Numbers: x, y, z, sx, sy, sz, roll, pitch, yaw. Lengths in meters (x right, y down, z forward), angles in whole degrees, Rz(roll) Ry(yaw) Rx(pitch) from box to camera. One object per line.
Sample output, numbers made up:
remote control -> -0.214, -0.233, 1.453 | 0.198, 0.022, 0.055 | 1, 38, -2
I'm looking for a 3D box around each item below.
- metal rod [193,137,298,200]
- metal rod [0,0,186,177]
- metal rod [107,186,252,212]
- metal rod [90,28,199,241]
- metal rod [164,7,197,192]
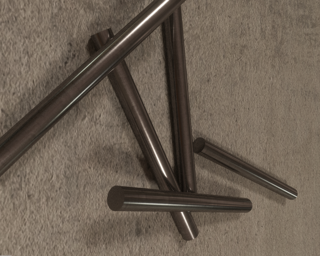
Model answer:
metal rod -> 0.163, 0.080, 0.544 | 0.301, 0.025, 0.025 | 27, 73, -37
metal rod -> -0.071, -0.057, 0.320 | 0.301, 0.025, 0.025 | -49, 120, -20
metal rod -> 0.051, 0.101, 0.420 | 0.302, 0.025, 0.025 | 18, 78, -48
metal rod -> -0.012, 0.022, 0.396 | 0.025, 0.025, 0.299 | -36, 113, -34
metal rod -> 0.027, -0.053, 0.428 | 0.025, 0.025, 0.298 | -10, 96, -40
